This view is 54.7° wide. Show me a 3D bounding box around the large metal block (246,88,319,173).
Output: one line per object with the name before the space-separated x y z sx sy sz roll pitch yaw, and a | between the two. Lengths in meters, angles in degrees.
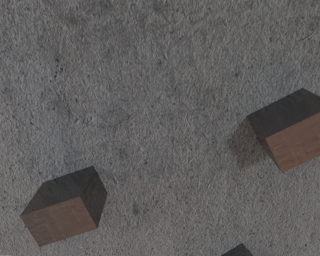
large metal block | 0.164 0.000 0.382 0.080 0.080 0.050 -28 108 9

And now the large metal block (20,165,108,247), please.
large metal block | -0.124 0.102 0.417 0.080 0.080 0.050 -19 109 7

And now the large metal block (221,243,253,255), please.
large metal block | 0.124 0.244 0.487 0.080 0.050 0.080 -36 106 12
